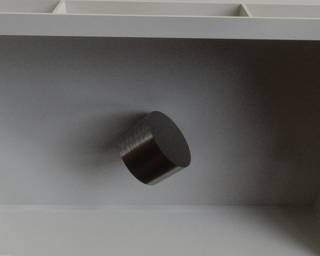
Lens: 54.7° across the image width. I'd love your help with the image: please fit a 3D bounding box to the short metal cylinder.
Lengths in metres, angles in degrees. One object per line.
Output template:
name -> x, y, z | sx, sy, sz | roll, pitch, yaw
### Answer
short metal cylinder -> -0.006, 0.025, 0.391 | 0.050, 0.080, 0.080 | -34, 123, 25
